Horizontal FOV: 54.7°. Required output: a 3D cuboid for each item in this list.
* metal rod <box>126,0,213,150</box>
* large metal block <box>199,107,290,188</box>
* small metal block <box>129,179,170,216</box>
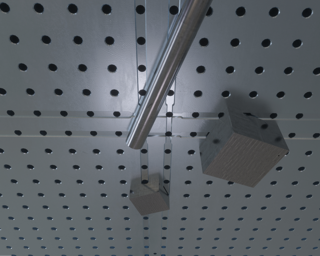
[{"bbox_3d":[0.018,-0.086,0.338,0.025,0.025,0.298,16,128,-14],"label":"metal rod"},{"bbox_3d":[0.110,0.029,0.421,0.081,0.050,0.079,18,128,-15],"label":"large metal block"},{"bbox_3d":[-0.016,0.115,0.510,0.050,0.025,0.050,-16,129,13],"label":"small metal block"}]
